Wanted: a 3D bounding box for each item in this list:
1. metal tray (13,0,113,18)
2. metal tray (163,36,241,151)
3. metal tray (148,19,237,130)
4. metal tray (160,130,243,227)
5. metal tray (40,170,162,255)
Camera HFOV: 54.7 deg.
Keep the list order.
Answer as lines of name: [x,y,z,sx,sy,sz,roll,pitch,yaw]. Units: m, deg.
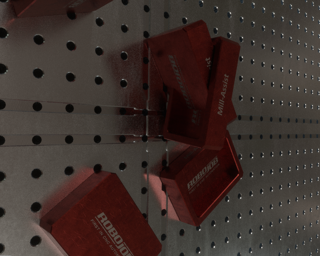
metal tray: [-0.071,-0.136,0.282,0.091,0.130,0.030,-23,105,-38]
metal tray: [0.049,-0.043,0.393,0.030,0.090,0.129,9,92,-32]
metal tray: [0.040,-0.064,0.399,0.030,0.090,0.129,-32,110,-24]
metal tray: [0.068,0.070,0.465,0.131,0.030,0.090,-37,113,-34]
metal tray: [-0.061,0.125,0.357,0.090,0.030,0.130,-42,116,-32]
